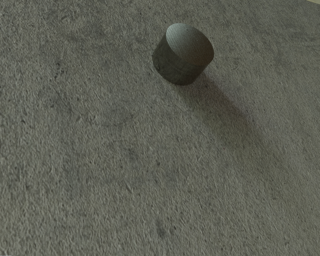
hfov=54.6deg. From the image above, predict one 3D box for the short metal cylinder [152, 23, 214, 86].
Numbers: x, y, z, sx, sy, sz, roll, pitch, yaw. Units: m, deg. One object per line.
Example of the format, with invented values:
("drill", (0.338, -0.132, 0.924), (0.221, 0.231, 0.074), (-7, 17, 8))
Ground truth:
("short metal cylinder", (0.035, -0.112, 0.474), (0.081, 0.050, 0.080), (13, 56, -21))
